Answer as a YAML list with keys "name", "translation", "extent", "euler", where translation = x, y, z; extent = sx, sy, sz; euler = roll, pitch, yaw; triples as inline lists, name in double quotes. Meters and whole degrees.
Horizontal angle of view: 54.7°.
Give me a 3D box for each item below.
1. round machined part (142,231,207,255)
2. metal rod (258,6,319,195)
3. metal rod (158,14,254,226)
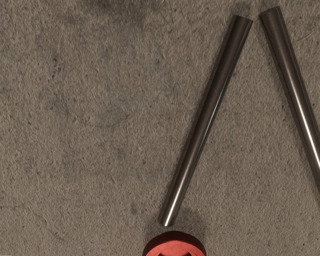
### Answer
- name: "round machined part"
  translation: [0.022, 0.198, 0.474]
  extent: [0.099, 0.042, 0.097]
  euler: [0, 110, -1]
- name: "metal rod"
  translation: [0.191, -0.011, 0.408]
  extent: [0.025, 0.025, 0.299]
  euler: [-24, 109, 8]
- name: "metal rod"
  translation: [0.053, 0.004, 0.412]
  extent: [0.025, 0.025, 0.298]
  euler: [16, 109, -6]
